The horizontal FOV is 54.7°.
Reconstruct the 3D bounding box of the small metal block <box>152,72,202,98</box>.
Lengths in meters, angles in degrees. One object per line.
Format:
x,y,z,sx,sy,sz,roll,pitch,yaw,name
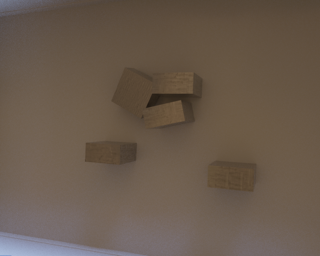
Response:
0.023,-0.053,0.388,0.050,0.050,0.025,2,91,19,small metal block

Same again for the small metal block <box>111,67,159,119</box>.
-0.030,-0.047,0.417,0.050,0.025,0.050,31,108,17,small metal block

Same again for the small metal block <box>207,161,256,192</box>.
0.086,0.056,0.366,0.050,0.050,0.025,3,91,19,small metal block

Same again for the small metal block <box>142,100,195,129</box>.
0.012,-0.016,0.392,0.050,0.050,0.025,-12,86,19,small metal block

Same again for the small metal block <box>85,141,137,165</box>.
-0.065,0.033,0.419,0.050,0.050,0.025,3,91,19,small metal block
